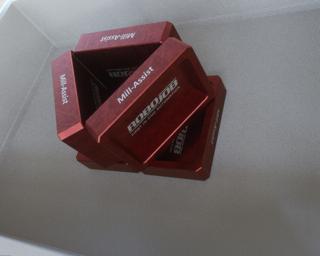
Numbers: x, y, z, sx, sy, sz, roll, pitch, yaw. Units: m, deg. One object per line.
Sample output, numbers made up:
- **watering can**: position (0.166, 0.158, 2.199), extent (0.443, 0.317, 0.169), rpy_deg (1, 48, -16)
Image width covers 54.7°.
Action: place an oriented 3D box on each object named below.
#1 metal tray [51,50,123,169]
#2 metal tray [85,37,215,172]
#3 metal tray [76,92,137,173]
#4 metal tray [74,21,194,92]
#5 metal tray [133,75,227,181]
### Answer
- **metal tray**: position (-0.089, -0.024, 0.384), extent (0.030, 0.090, 0.130), rpy_deg (-28, 52, 11)
- **metal tray**: position (-0.005, -0.022, 0.338), extent (0.130, 0.090, 0.030), rpy_deg (-46, 51, -4)
- **metal tray**: position (-0.054, -0.005, 0.434), extent (0.090, 0.030, 0.130), rpy_deg (1, 61, 28)
- **metal tray**: position (-0.030, -0.083, 0.388), extent (0.130, 0.090, 0.030), rpy_deg (2, 63, 29)
- **metal tray**: position (0.026, -0.003, 0.390), extent (0.090, 0.030, 0.130), rpy_deg (1, 61, 29)
